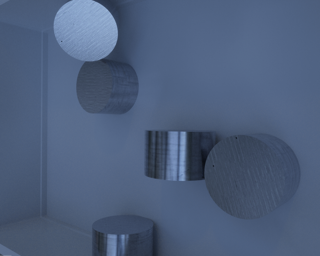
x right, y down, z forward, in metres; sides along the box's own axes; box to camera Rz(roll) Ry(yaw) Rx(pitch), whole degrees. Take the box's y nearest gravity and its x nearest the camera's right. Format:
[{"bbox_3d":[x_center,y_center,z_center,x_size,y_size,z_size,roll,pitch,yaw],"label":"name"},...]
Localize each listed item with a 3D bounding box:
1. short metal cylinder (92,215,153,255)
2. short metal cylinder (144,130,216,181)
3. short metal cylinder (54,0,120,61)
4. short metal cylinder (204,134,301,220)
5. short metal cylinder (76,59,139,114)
[{"bbox_3d":[-0.049,0.152,0.412,0.080,0.081,0.050,1,91,40],"label":"short metal cylinder"},{"bbox_3d":[0.023,0.028,0.352,0.080,0.081,0.050,2,91,40],"label":"short metal cylinder"},{"bbox_3d":[-0.096,-0.137,0.417,0.080,0.080,0.050,-54,22,26],"label":"short metal cylinder"},{"bbox_3d":[0.093,0.046,0.313,0.080,0.050,0.080,0,91,38],"label":"short metal cylinder"},{"bbox_3d":[-0.078,-0.060,0.455,0.080,0.050,0.080,0,90,40],"label":"short metal cylinder"}]
